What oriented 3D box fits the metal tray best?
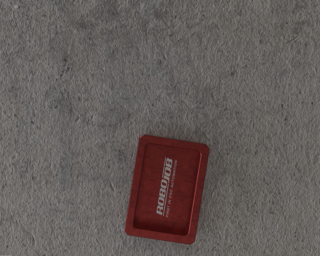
[{"bbox_3d":[0.009,0.078,0.407,0.091,0.030,0.129,9,90,0],"label":"metal tray"}]
